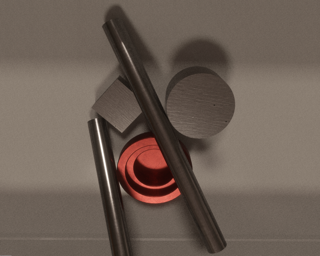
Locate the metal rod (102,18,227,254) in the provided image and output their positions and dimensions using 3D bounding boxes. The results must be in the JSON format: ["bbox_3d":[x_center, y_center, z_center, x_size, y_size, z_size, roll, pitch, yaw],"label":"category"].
[{"bbox_3d":[0.007,0.011,0.372,0.025,0.025,0.299,-25,92,8],"label":"metal rod"}]

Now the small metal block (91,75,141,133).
[{"bbox_3d":[-0.050,-0.031,0.399,0.050,0.025,0.050,41,105,-14],"label":"small metal block"}]

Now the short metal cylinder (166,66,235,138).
[{"bbox_3d":[0.048,-0.033,0.387,0.081,0.050,0.079,0,110,-1],"label":"short metal cylinder"}]

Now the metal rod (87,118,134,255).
[{"bbox_3d":[-0.050,0.133,0.378,0.025,0.025,0.299,-14,78,5],"label":"metal rod"}]

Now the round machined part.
[{"bbox_3d":[-0.007,0.049,0.420,0.099,0.042,0.097,0,110,-1],"label":"round machined part"}]
